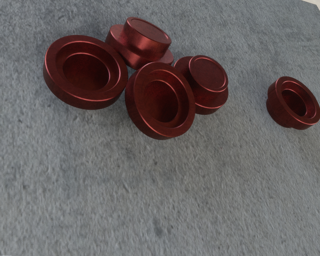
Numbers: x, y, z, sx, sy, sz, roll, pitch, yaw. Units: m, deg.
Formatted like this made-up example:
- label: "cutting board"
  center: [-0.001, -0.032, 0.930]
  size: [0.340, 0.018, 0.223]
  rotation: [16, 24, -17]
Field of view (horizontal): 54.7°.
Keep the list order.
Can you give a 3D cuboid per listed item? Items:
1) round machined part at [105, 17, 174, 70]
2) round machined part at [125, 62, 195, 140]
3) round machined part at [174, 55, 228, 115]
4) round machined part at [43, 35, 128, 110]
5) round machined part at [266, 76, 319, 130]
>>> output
- label: "round machined part"
  center: [-0.023, -0.119, 0.435]
  size: [0.099, 0.042, 0.098]
  rotation: [23, 32, -15]
- label: "round machined part"
  center: [-0.004, -0.032, 0.400]
  size: [0.099, 0.042, 0.098]
  rotation: [12, 69, -36]
- label: "round machined part"
  center: [0.064, -0.072, 0.474]
  size: [0.099, 0.042, 0.098]
  rotation: [14, 56, -21]
- label: "round machined part"
  center: [-0.093, -0.063, 0.383]
  size: [0.099, 0.042, 0.098]
  rotation: [14, 56, -21]
- label: "round machined part"
  center: [0.227, -0.039, 0.542]
  size: [0.099, 0.042, 0.098]
  rotation: [14, 56, -21]
